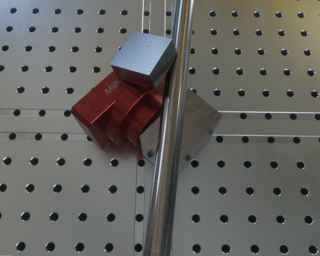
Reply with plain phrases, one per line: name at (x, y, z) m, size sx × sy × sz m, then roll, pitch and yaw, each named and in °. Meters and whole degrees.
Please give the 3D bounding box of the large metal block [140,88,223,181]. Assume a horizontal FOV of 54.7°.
large metal block at (0.024, 0.011, 0.376) m, size 0.050 × 0.080 × 0.080 m, roll 41°, pitch 75°, yaw 13°

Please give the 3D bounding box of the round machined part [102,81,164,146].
round machined part at (-0.021, -0.016, 0.383) m, size 0.042 × 0.098 × 0.098 m, roll 41°, pitch 75°, yaw 13°

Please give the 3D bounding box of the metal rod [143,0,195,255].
metal rod at (0.014, -0.021, 0.334) m, size 0.025 × 0.025 × 0.299 m, roll 7°, pitch 70°, yaw 2°

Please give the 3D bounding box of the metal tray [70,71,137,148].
metal tray at (-0.044, -0.040, 0.391) m, size 0.030 × 0.090 × 0.130 m, roll 41°, pitch 75°, yaw 13°

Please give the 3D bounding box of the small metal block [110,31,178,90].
small metal block at (-0.017, -0.074, 0.335) m, size 0.050 × 0.025 × 0.050 m, roll 20°, pitch 68°, yaw 26°
